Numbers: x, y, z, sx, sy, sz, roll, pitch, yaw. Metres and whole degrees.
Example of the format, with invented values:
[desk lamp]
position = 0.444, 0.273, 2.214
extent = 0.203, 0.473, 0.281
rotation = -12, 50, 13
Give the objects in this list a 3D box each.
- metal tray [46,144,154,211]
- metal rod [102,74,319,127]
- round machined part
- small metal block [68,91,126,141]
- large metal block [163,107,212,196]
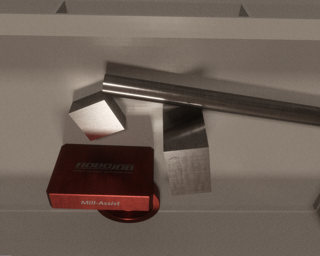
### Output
[metal tray]
position = -0.074, 0.064, 0.420
extent = 0.131, 0.090, 0.030
rotation = 2, 130, -3
[metal rod]
position = 0.082, -0.031, 0.383
extent = 0.302, 0.025, 0.025
rotation = 8, 130, -7
[round machined part]
position = -0.049, 0.104, 0.486
extent = 0.099, 0.042, 0.097
rotation = -1, 130, 0
[small metal block]
position = -0.078, -0.016, 0.394
extent = 0.050, 0.025, 0.050
rotation = -19, 128, 15
[large metal block]
position = 0.034, 0.028, 0.397
extent = 0.050, 0.080, 0.080
rotation = -6, 130, 5
